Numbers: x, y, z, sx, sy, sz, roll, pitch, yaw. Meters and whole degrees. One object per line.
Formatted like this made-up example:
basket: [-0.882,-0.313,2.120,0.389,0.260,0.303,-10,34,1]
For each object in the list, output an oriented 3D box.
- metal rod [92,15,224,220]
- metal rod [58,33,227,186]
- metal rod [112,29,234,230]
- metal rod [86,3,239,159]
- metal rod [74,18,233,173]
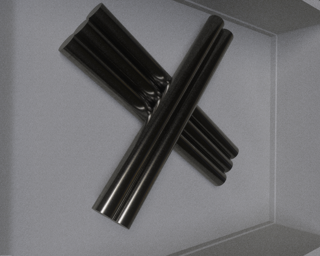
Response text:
metal rod: [0.010,-0.030,0.380,0.025,0.025,0.300,45,63,-31]
metal rod: [-0.002,-0.005,0.402,0.300,0.025,0.025,42,65,-32]
metal rod: [0.025,-0.016,0.393,0.025,0.025,0.300,45,63,-31]
metal rod: [0.022,-0.045,0.423,0.300,0.025,0.025,42,65,-32]
metal rod: [0.010,-0.024,0.413,0.300,0.025,0.025,42,65,-32]
